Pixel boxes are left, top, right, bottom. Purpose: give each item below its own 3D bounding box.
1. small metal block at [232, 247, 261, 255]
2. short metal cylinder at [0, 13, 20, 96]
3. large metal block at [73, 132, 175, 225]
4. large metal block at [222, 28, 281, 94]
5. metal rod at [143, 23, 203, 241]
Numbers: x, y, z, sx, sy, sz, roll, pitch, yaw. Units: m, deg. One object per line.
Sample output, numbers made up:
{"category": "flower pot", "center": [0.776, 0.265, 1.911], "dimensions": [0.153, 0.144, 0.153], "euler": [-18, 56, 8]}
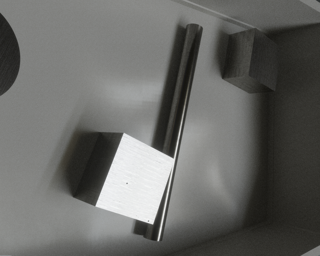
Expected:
{"category": "small metal block", "center": [0.151, 0.243, 0.540], "dimensions": [0.050, 0.025, 0.050], "euler": [-7, 95, -40]}
{"category": "short metal cylinder", "center": [-0.160, -0.059, 0.240], "dimensions": [0.080, 0.050, 0.079], "euler": [3, 87, -62]}
{"category": "large metal block", "center": [-0.039, 0.057, 0.359], "dimensions": [0.080, 0.050, 0.080], "euler": [31, 71, -36]}
{"category": "large metal block", "center": [0.157, -0.110, 0.524], "dimensions": [0.080, 0.050, 0.080], "euler": [18, 79, -39]}
{"category": "metal rod", "center": [0.020, -0.001, 0.425], "dimensions": [0.025, 0.025, 0.299], "euler": [19, 78, -39]}
